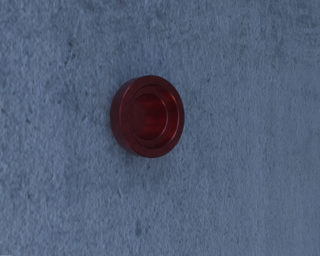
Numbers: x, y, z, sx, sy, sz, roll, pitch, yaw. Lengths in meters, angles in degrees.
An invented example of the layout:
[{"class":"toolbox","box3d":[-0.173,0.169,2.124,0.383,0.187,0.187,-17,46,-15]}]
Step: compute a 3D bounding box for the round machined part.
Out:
[{"class":"round machined part","box3d":[-0.019,-0.014,0.379,0.099,0.042,0.097,0,90,-40]}]
